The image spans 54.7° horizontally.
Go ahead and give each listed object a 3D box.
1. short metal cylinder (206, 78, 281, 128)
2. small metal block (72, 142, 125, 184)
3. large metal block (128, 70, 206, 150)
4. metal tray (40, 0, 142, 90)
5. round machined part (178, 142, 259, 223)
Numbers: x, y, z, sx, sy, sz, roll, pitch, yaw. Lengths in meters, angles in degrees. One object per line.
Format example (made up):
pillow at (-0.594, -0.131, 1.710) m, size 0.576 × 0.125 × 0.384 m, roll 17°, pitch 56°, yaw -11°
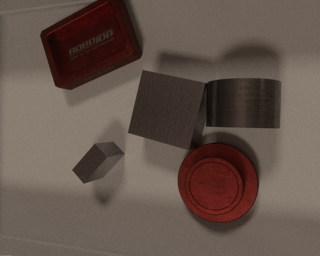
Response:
short metal cylinder at (0.093, -0.025, 0.348) m, size 0.080 × 0.080 × 0.050 m, roll 2°, pitch 91°, yaw 19°
small metal block at (-0.083, 0.046, 0.425) m, size 0.025 × 0.050 × 0.050 m, roll 46°, pitch 104°, yaw 14°
large metal block at (0.015, -0.023, 0.391) m, size 0.080 × 0.050 × 0.079 m, roll 15°, pitch 95°, yaw 19°
metal tray at (-0.100, -0.119, 0.441) m, size 0.130 × 0.030 × 0.090 m, roll -20°, pitch 84°, yaw 18°
round machined part at (0.069, 0.067, 0.377) m, size 0.098 × 0.042 × 0.097 m, roll 0°, pitch 90°, yaw 19°
